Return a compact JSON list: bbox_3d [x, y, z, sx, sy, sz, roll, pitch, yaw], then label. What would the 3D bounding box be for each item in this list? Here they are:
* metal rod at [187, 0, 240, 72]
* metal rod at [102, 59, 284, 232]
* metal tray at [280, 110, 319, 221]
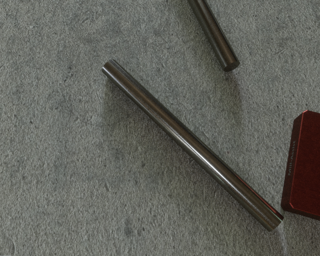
[{"bbox_3d":[0.049,-0.219,0.488,0.025,0.025,0.299,-20,71,-7],"label":"metal rod"},{"bbox_3d":[0.033,0.013,0.403,0.025,0.025,0.300,-43,76,-14],"label":"metal rod"},{"bbox_3d":[0.211,0.050,0.390,0.090,0.030,0.130,16,71,5],"label":"metal tray"}]
